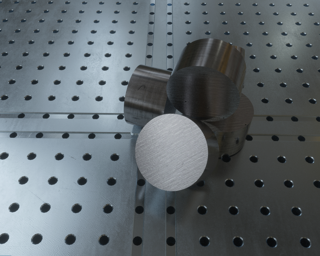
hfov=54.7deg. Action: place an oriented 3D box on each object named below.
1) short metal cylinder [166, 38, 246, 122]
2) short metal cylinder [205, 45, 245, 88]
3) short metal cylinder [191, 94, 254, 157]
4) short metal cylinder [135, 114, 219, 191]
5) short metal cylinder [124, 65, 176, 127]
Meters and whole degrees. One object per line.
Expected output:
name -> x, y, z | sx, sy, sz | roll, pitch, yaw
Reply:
short metal cylinder -> 0.053, -0.053, 0.350 | 0.080, 0.080, 0.050 | 14, 51, 11
short metal cylinder -> 0.076, -0.081, 0.431 | 0.080, 0.080, 0.050 | 2, 90, 1
short metal cylinder -> 0.074, -0.009, 0.398 | 0.081, 0.050, 0.080 | 0, 49, 0
short metal cylinder -> 0.020, 0.026, 0.342 | 0.080, 0.050, 0.080 | -1, 87, 23
short metal cylinder -> -0.008, -0.038, 0.403 | 0.050, 0.080, 0.080 | 15, 52, 12
